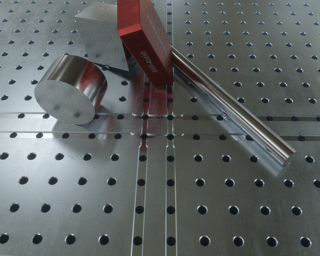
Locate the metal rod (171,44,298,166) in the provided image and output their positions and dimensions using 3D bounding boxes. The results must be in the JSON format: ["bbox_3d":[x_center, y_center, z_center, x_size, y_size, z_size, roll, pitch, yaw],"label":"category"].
[{"bbox_3d":[0.074,-0.057,0.455,0.025,0.025,0.300,-28,55,-21],"label":"metal rod"}]

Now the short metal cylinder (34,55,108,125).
[{"bbox_3d":[-0.117,-0.049,0.413,0.080,0.080,0.050,10,51,8],"label":"short metal cylinder"}]

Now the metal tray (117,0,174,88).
[{"bbox_3d":[-0.017,-0.128,0.434,0.030,0.130,0.090,-12,63,16],"label":"metal tray"}]

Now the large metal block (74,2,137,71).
[{"bbox_3d":[-0.075,-0.144,0.485,0.080,0.080,0.050,18,52,25],"label":"large metal block"}]
